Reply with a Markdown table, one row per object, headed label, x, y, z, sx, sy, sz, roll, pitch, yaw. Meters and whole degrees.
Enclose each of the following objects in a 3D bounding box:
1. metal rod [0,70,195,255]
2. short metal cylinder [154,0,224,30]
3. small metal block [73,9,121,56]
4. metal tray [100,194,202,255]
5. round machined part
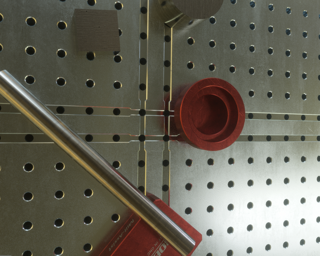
| label | x | y | z | sx | sy | sz | roll | pitch | yaw |
| --- | --- | --- | --- | --- | --- | --- | --- | --- | --- |
| metal rod | -0.073 | 0.046 | 0.365 | 0.300 | 0.025 | 0.025 | 44 | 76 | -7 |
| short metal cylinder | 0.038 | -0.178 | 0.414 | 0.081 | 0.050 | 0.079 | 0 | 90 | -21 |
| small metal block | -0.079 | -0.118 | 0.384 | 0.050 | 0.025 | 0.050 | -5 | 92 | -20 |
| metal tray | -0.017 | 0.166 | 0.405 | 0.090 | 0.030 | 0.130 | 44 | 76 | -15 |
| round machined part | 0.065 | -0.018 | 0.429 | 0.099 | 0.042 | 0.097 | 0 | 90 | -21 |
